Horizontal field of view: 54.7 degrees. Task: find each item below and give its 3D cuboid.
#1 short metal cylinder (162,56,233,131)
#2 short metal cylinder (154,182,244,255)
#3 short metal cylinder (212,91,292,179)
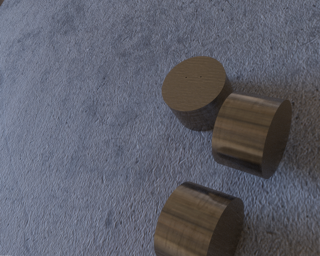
[{"bbox_3d":[0.049,-0.043,0.388,0.080,0.050,0.080,-13,56,21],"label":"short metal cylinder"},{"bbox_3d":[0.039,0.096,0.289,0.050,0.080,0.080,14,69,34],"label":"short metal cylinder"},{"bbox_3d":[0.095,0.006,0.315,0.050,0.080,0.080,16,70,34],"label":"short metal cylinder"}]
